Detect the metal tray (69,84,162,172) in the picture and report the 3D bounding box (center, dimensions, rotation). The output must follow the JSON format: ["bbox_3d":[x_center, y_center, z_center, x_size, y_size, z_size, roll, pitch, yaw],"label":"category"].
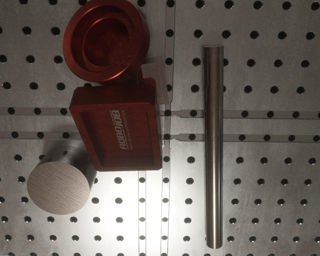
[{"bbox_3d":[-0.046,0.006,0.377,0.091,0.030,0.129,-2,140,3],"label":"metal tray"}]

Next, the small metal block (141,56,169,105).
[{"bbox_3d":[-0.005,-0.059,0.378,0.025,0.050,0.050,-8,110,2],"label":"small metal block"}]

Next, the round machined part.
[{"bbox_3d":[-0.057,-0.095,0.353,0.098,0.042,0.097,-3,82,19],"label":"round machined part"}]

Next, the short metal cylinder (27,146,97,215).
[{"bbox_3d":[-0.132,0.071,0.424,0.081,0.050,0.079,0,110,-1],"label":"short metal cylinder"}]

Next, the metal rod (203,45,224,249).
[{"bbox_3d":[0.075,0.040,0.429,0.025,0.025,0.298,-4,110,1],"label":"metal rod"}]
